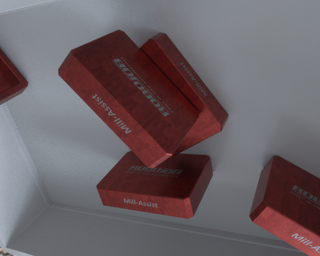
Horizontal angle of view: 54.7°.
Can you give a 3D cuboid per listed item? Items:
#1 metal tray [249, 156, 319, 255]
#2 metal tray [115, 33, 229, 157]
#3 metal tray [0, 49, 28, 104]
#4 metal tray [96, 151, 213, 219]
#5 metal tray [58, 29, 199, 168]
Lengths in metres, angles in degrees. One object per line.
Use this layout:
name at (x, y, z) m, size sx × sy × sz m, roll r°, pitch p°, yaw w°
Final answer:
metal tray at (0.169, 0.095, 0.335) m, size 0.130 × 0.090 × 0.030 m, roll 30°, pitch 128°, yaw 8°
metal tray at (0.008, -0.036, 0.378) m, size 0.090 × 0.030 × 0.130 m, roll -33°, pitch 101°, yaw 38°
metal tray at (-0.271, -0.064, 0.439) m, size 0.030 × 0.131 × 0.090 m, roll -26°, pitch 104°, yaw 46°
metal tray at (-0.006, 0.070, 0.411) m, size 0.130 × 0.090 × 0.030 m, roll 1°, pitch 119°, yaw 27°
metal tray at (-0.026, -0.034, 0.318) m, size 0.130 × 0.090 × 0.030 m, roll 47°, pitch 128°, yaw -5°
